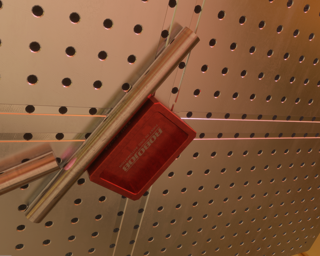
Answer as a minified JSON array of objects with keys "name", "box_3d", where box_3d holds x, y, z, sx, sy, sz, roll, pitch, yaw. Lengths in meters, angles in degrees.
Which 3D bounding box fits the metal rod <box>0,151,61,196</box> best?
[{"name":"metal rod","box_3d":[-0.257,0.096,0.330,0.302,0.025,0.025,-23,127,-15]}]

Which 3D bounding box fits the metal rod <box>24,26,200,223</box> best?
[{"name":"metal rod","box_3d":[-0.062,0.000,0.378,0.299,0.025,0.025,-48,129,5]}]

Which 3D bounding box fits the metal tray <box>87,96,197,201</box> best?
[{"name":"metal tray","box_3d":[-0.024,0.029,0.413,0.130,0.030,0.090,-49,129,6]}]
